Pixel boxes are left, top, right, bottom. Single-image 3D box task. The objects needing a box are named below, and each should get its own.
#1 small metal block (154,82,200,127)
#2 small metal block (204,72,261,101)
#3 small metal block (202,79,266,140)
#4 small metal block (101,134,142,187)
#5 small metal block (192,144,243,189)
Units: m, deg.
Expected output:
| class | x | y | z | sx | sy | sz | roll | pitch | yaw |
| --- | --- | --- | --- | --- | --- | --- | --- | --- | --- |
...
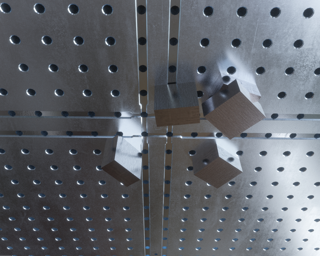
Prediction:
| class | x | y | z | sx | sy | sz | roll | pitch | yaw |
| --- | --- | --- | --- | --- | --- | --- | --- | --- | --- |
| small metal block | 0.020 | -0.029 | 0.371 | 0.050 | 0.050 | 0.025 | -5 | 130 | 4 |
| small metal block | 0.087 | -0.034 | 0.383 | 0.050 | 0.025 | 0.050 | 16 | 128 | -14 |
| small metal block | 0.085 | -0.020 | 0.362 | 0.050 | 0.025 | 0.050 | -37 | 121 | 27 |
| small metal block | -0.052 | 0.045 | 0.433 | 0.025 | 0.050 | 0.050 | -32 | 123 | 24 |
| small metal block | 0.085 | 0.058 | 0.462 | 0.050 | 0.025 | 0.050 | 33 | 123 | -25 |
